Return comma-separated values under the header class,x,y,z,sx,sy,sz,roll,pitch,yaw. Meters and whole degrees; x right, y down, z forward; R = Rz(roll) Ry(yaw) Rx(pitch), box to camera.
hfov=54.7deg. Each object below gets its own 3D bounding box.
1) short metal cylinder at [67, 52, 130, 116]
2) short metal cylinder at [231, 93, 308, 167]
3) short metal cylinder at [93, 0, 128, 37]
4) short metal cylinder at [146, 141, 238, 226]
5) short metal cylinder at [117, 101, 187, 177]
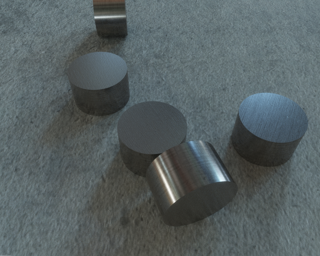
class,x,y,z,sx,sy,sz,roll,pitch,yaw
short metal cylinder,-0.085,-0.063,0.439,0.081,0.050,0.080,0,50,0
short metal cylinder,0.134,0.002,0.388,0.081,0.050,0.080,0,50,0
short metal cylinder,-0.084,-0.200,0.535,0.050,0.080,0.080,-4,50,-4
short metal cylinder,0.032,0.058,0.319,0.081,0.080,0.050,-16,52,-13
short metal cylinder,-0.009,0.013,0.376,0.081,0.050,0.080,0,50,0
